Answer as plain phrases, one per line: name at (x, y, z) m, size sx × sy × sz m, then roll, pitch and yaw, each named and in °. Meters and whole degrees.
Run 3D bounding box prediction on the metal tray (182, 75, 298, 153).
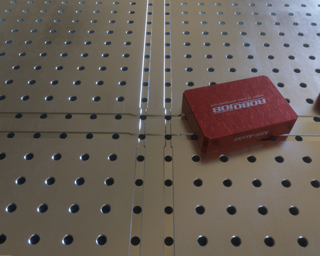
metal tray at (0.106, -0.023, 0.425) m, size 0.131 × 0.030 × 0.090 m, roll -12°, pitch 51°, yaw -11°
